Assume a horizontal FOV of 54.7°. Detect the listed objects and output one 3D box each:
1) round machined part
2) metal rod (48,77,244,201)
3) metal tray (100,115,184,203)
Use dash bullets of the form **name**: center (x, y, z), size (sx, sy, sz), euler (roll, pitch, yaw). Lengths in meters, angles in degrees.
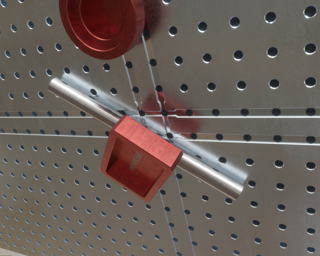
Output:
- **round machined part**: center (-0.060, -0.130, 0.350), size (0.098, 0.042, 0.097), euler (13, 124, 20)
- **metal rod**: center (-0.025, 0.011, 0.429), size (0.301, 0.025, 0.025), euler (30, 128, 8)
- **metal tray**: center (-0.031, 0.048, 0.428), size (0.090, 0.030, 0.129), euler (33, 145, 4)
